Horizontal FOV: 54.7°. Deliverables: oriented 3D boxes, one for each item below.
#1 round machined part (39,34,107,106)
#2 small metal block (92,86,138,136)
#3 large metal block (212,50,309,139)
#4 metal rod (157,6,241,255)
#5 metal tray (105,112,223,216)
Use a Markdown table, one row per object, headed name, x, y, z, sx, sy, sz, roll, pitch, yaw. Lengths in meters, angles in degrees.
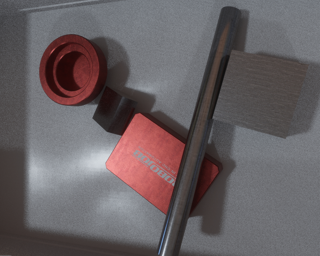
| name | x | y | z | sx | sy | sz | roll | pitch | yaw |
| --- | --- | --- | --- | --- | --- | --- | --- | --- | --- |
| round machined part | -0.118 | -0.079 | 0.442 | 0.098 | 0.042 | 0.097 | 0 | 90 | 19 |
| small metal block | -0.062 | -0.024 | 0.419 | 0.050 | 0.025 | 0.050 | 35 | 103 | 49 |
| large metal block | 0.114 | -0.038 | 0.357 | 0.080 | 0.050 | 0.079 | 17 | 96 | 19 |
| metal rod | 0.048 | 0.001 | 0.365 | 0.025 | 0.025 | 0.299 | 14 | 84 | 19 |
| metal tray | 0.003 | 0.050 | 0.406 | 0.130 | 0.030 | 0.090 | 35 | 101 | 16 |
